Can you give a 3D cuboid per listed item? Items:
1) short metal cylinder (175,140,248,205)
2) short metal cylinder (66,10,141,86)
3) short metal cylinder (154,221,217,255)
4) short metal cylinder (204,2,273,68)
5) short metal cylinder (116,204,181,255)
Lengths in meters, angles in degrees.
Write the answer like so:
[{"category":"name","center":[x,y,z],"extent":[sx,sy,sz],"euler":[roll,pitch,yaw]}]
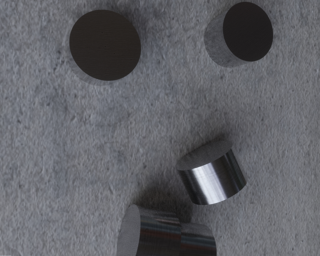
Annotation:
[{"category":"short metal cylinder","center":[0.067,0.057,0.406],"extent":[0.081,0.080,0.050],"euler":[-28,100,-18]},{"category":"short metal cylinder","center":[-0.069,-0.093,0.371],"extent":[0.081,0.050,0.079],"euler":[0,90,-21]},{"category":"short metal cylinder","center":[0.028,0.159,0.392],"extent":[0.050,0.080,0.080],"euler":[16,85,-20]},{"category":"short metal cylinder","center":[0.110,-0.129,0.438],"extent":[0.081,0.050,0.079],"euler":[0,90,-21]},{"category":"short metal cylinder","center":[-0.015,0.137,0.375],"extent":[0.050,0.080,0.080],"euler":[16,85,-20]}]
